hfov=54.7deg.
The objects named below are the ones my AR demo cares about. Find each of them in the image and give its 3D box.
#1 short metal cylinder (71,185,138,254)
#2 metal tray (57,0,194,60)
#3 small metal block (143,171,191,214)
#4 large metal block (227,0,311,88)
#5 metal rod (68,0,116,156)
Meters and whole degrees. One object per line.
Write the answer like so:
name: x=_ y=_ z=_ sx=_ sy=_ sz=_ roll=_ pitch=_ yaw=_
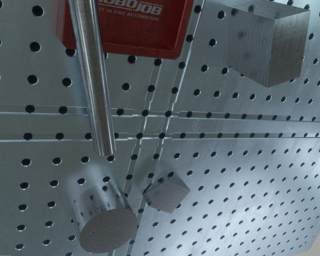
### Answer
short metal cylinder: x=-0.078 y=0.126 z=0.432 sx=0.081 sy=0.050 sz=0.079 roll=-14 pitch=125 yaw=-21
metal tray: x=-0.032 y=-0.122 z=0.315 sx=0.131 sy=0.030 sz=0.089 roll=-1 pitch=119 yaw=-28
small metal block: x=0.011 y=0.101 z=0.482 sx=0.050 sy=0.025 sz=0.050 roll=32 pitch=100 yaw=-39
large metal block: x=0.129 y=-0.107 z=0.382 sx=0.050 sy=0.080 sz=0.079 roll=-20 pitch=126 yaw=-17
metal rod: x=-0.066 y=-0.101 z=0.273 sx=0.025 sy=0.025 sz=0.298 roll=-15 pitch=125 yaw=-20
